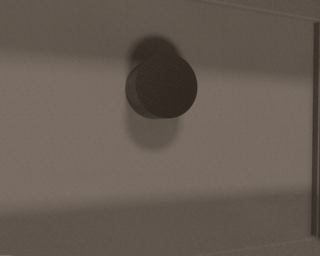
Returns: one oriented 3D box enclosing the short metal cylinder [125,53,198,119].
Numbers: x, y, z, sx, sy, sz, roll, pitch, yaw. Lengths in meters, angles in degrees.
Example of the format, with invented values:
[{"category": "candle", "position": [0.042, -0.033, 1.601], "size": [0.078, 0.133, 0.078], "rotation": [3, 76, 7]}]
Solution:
[{"category": "short metal cylinder", "position": [0.001, -0.052, 0.398], "size": [0.081, 0.050, 0.079], "rotation": [0, 90, -21]}]
